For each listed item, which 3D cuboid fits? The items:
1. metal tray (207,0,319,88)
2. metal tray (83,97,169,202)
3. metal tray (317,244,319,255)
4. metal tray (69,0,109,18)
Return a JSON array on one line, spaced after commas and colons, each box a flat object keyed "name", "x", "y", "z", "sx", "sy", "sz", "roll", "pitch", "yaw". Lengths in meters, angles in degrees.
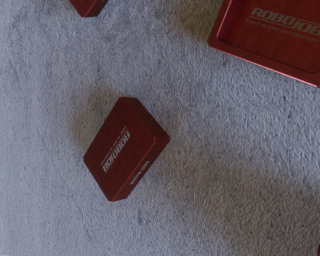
[{"name": "metal tray", "x": 0.120, "y": -0.102, "z": 0.302, "sx": 0.130, "sy": 0.030, "sz": 0.089, "roll": 33, "pitch": 110, "yaw": 35}, {"name": "metal tray", "x": -0.053, "y": 0.031, "z": 0.446, "sx": 0.090, "sy": 0.030, "sz": 0.129, "roll": 50, "pitch": 119, "yaw": 28}, {"name": "metal tray", "x": 0.151, "y": 0.145, "z": 0.237, "sx": 0.030, "sy": 0.091, "sz": 0.129, "roll": -3, "pitch": 88, "yaw": 40}, {"name": "metal tray", "x": -0.099, "y": -0.241, "z": 0.457, "sx": 0.129, "sy": 0.030, "sz": 0.090, "roll": -38, "pitch": 88, "yaw": 38}]
